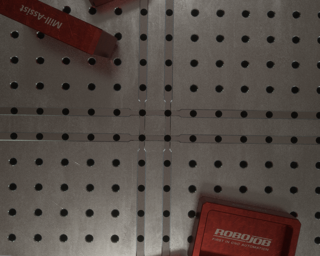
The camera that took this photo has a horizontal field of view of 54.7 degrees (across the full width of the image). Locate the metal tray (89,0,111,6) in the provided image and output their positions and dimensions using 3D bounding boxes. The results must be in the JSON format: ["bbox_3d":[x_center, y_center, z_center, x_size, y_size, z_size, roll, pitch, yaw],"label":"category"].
[{"bbox_3d":[-0.074,-0.241,0.409,0.090,0.030,0.129,-22,90,-1],"label":"metal tray"}]

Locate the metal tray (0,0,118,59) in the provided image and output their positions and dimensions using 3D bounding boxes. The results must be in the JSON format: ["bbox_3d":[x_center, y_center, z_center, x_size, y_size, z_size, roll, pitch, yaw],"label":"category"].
[{"bbox_3d":[-0.125,-0.127,0.377,0.131,0.090,0.030,24,100,-1],"label":"metal tray"}]

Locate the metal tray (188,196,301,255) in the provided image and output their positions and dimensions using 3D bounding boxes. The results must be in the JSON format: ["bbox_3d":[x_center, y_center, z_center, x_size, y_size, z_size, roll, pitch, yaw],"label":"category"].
[{"bbox_3d":[0.110,0.150,0.412,0.131,0.030,0.089,11,90,-1],"label":"metal tray"}]
